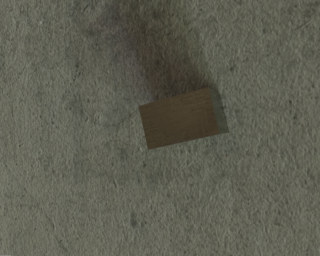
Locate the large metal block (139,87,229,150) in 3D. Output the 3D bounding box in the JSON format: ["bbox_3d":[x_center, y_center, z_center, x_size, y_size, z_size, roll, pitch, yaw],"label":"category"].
[{"bbox_3d":[0.032,-0.009,0.368,0.080,0.080,0.050,-14,86,19],"label":"large metal block"}]
